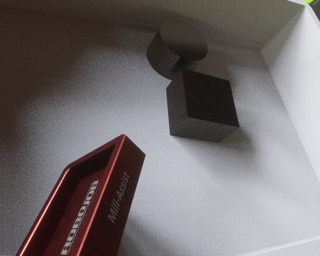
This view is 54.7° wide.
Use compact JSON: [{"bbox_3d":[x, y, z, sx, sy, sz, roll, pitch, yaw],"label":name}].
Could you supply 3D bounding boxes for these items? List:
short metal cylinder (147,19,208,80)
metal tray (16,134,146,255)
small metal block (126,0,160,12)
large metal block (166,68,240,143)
[{"bbox_3d":[0.026,-0.120,0.479,0.081,0.050,0.080,14,56,-21],"label":"short metal cylinder"},{"bbox_3d":[-0.067,0.071,0.263,0.030,0.090,0.130,48,32,-24],"label":"metal tray"},{"bbox_3d":[-0.034,-0.231,0.532,0.050,0.025,0.050,-32,80,-38],"label":"small metal block"},{"bbox_3d":[0.058,-0.030,0.441,0.081,0.050,0.080,10,57,-23],"label":"large metal block"}]
